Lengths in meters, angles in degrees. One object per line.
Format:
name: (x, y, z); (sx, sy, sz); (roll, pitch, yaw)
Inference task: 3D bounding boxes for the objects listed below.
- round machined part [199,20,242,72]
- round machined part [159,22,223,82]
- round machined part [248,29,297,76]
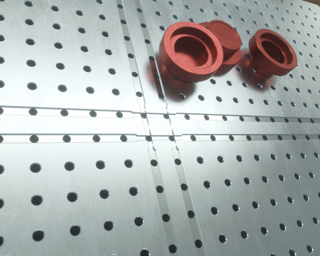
round machined part: (0.103, -0.150, 0.543); (0.099, 0.042, 0.098); (14, 56, -21)
round machined part: (0.045, -0.113, 0.483); (0.099, 0.042, 0.098); (8, 64, -16)
round machined part: (0.209, -0.138, 0.593); (0.099, 0.042, 0.098); (13, 56, -21)
